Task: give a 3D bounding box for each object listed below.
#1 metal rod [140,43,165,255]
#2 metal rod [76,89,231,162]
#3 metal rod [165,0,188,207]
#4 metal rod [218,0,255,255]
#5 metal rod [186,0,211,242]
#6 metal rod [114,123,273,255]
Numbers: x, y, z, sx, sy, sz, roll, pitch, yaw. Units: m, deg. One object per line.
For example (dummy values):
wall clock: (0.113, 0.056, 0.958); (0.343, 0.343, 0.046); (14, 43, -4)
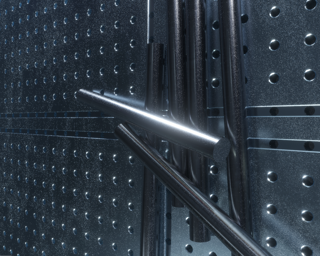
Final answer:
metal rod: (-0.011, 0.038, 0.419); (0.025, 0.025, 0.298); (3, 92, 40)
metal rod: (-0.034, -0.016, 0.407); (0.300, 0.025, 0.025); (22, 104, 48)
metal rod: (0.023, -0.053, 0.391); (0.025, 0.025, 0.298); (-3, 88, 40)
metal rod: (0.083, -0.007, 0.341); (0.025, 0.025, 0.298); (-4, 87, 40)
metal rod: (0.046, -0.017, 0.372); (0.025, 0.025, 0.298); (-2, 89, 40)
metal rod: (0.045, 0.085, 0.338); (0.300, 0.025, 0.025); (40, 115, 32)
